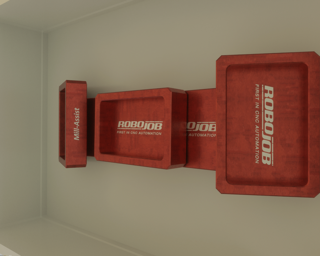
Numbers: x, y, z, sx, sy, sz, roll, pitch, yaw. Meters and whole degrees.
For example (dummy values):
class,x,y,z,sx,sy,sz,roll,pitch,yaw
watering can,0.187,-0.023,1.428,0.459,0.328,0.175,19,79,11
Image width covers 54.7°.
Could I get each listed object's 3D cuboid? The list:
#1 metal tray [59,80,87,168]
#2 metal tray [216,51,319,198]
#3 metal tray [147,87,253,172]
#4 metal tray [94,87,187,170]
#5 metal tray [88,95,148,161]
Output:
class,x,y,z,sx,sy,sz,roll,pitch,yaw
metal tray,-0.141,-0.006,0.495,0.090,0.030,0.129,-179,89,-65
metal tray,0.099,-0.003,0.294,0.090,0.030,0.129,0,90,11
metal tray,0.042,0.001,0.367,0.130,0.030,0.089,0,90,40
metal tray,-0.029,0.000,0.386,0.130,0.030,0.089,1,90,40
metal tray,-0.057,-0.001,0.450,0.130,0.030,0.089,0,90,40
